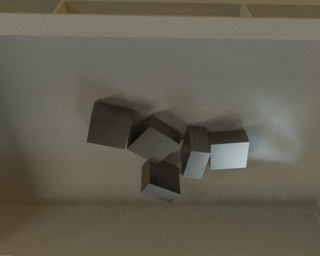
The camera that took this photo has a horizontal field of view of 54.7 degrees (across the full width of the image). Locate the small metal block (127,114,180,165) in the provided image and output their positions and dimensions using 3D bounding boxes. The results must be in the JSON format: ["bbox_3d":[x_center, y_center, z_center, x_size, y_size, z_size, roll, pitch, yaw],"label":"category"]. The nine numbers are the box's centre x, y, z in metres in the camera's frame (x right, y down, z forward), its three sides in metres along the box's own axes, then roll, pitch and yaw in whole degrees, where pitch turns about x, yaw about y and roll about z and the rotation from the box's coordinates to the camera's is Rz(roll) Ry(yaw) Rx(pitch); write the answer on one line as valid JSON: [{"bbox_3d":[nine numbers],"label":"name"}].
[{"bbox_3d":[-0.009,0.017,0.420,0.050,0.025,0.050,31,123,-24],"label":"small metal block"}]

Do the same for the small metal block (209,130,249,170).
[{"bbox_3d":[0.095,0.031,0.434,0.050,0.025,0.050,-4,130,3],"label":"small metal block"}]

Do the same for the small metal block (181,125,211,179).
[{"bbox_3d":[0.047,0.032,0.419,0.025,0.050,0.050,7,130,-7],"label":"small metal block"}]

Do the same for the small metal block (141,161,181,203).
[{"bbox_3d":[0.001,0.076,0.455,0.050,0.050,0.025,24,127,-20],"label":"small metal block"}]

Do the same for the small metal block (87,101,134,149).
[{"bbox_3d":[-0.065,-0.003,0.403,0.050,0.025,0.050,12,129,-10],"label":"small metal block"}]
